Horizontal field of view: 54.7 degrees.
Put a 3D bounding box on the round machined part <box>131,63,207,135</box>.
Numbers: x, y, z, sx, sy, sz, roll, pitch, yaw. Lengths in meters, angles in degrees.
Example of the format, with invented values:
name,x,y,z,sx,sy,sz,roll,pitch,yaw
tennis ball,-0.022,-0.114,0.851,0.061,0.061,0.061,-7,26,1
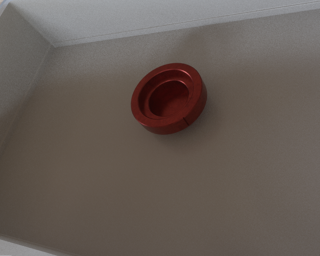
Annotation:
name,x,y,z,sx,sy,sz,roll,pitch,yaw
round machined part,0.015,-0.034,0.407,0.098,0.042,0.098,-13,56,20
